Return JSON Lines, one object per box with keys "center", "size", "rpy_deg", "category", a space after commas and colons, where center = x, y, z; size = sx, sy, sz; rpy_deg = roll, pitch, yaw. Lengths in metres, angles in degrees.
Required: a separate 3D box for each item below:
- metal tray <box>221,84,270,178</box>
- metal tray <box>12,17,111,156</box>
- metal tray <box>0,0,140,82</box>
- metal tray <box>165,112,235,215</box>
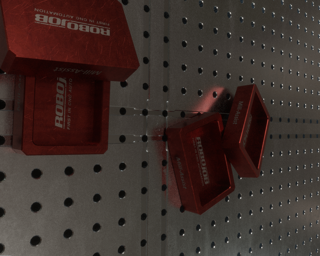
{"center": [0.143, 0.004, 0.505], "size": [0.090, 0.030, 0.130], "rpy_deg": [52, 48, -36], "category": "metal tray"}
{"center": [-0.099, -0.038, 0.323], "size": [0.091, 0.030, 0.129], "rpy_deg": [3, 88, -40], "category": "metal tray"}
{"center": [-0.091, -0.096, 0.310], "size": [0.131, 0.030, 0.090], "rpy_deg": [-3, 70, -40], "category": "metal tray"}
{"center": [0.063, 0.050, 0.461], "size": [0.091, 0.030, 0.129], "rpy_deg": [-22, 104, -38], "category": "metal tray"}
